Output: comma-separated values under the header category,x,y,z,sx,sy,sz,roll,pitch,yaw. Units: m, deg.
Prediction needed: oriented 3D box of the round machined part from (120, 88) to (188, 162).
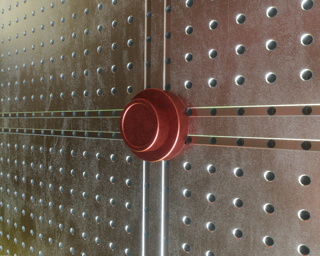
category,x,y,z,sx,sy,sz,roll,pitch,yaw
round machined part,-0.015,-0.004,0.408,0.098,0.042,0.097,0,90,39
